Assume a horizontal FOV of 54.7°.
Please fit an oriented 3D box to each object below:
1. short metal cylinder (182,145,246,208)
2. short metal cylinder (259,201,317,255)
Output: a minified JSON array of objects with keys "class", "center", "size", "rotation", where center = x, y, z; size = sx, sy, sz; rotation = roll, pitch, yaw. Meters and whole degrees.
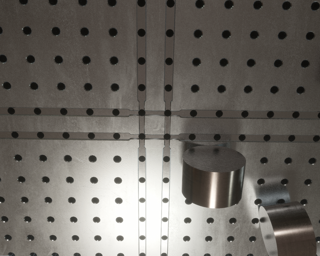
[{"class":"short metal cylinder","center":[0.069,0.061,0.408],"size":[0.081,0.080,0.050],"rotation":[0,110,-1]},{"class":"short metal cylinder","center":[0.179,0.148,0.441],"size":[0.050,0.080,0.079],"rotation":[-9,110,3]}]
